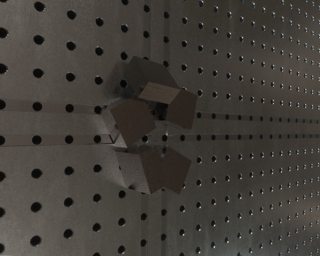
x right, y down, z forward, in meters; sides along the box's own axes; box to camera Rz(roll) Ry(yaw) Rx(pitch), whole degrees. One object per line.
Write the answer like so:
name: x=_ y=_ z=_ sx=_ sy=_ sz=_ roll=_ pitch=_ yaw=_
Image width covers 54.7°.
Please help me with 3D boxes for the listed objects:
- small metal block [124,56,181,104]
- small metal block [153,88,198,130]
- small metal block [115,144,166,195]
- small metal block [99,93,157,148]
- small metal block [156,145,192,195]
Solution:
small metal block: x=-0.010 y=-0.059 z=0.385 sx=0.050 sy=0.025 sz=0.050 roll=8 pitch=41 yaw=-40
small metal block: x=0.022 y=-0.028 z=0.430 sx=0.050 sy=0.025 sz=0.050 roll=18 pitch=79 yaw=-39
small metal block: x=-0.024 y=0.048 z=0.375 sx=0.025 sy=0.050 sz=0.050 roll=-25 pitch=106 yaw=-38
small metal block: x=-0.038 y=-0.010 z=0.379 sx=0.050 sy=0.025 sz=0.050 roll=-35 pitch=112 yaw=-35
small metal block: x=0.011 y=0.057 z=0.420 sx=0.050 sy=0.025 sz=0.050 roll=35 pitch=69 yaw=-35
